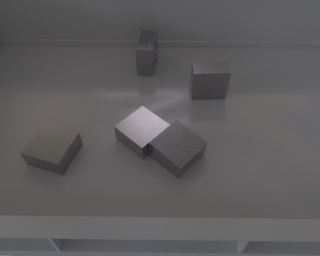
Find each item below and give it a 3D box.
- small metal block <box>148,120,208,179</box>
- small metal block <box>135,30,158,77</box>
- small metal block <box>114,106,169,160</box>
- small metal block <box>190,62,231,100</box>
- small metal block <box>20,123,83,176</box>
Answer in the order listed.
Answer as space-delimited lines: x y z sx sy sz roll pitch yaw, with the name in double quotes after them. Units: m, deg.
0.022 0.025 0.381 0.050 0.025 0.050 38 60 22 "small metal block"
-0.020 -0.117 0.487 0.025 0.050 0.050 7 51 6 "small metal block"
-0.022 0.005 0.400 0.050 0.025 0.050 36 58 26 "small metal block"
0.071 -0.067 0.446 0.050 0.050 0.025 -2 50 -2 "small metal block"
-0.132 0.025 0.383 0.050 0.025 0.050 15 52 12 "small metal block"
